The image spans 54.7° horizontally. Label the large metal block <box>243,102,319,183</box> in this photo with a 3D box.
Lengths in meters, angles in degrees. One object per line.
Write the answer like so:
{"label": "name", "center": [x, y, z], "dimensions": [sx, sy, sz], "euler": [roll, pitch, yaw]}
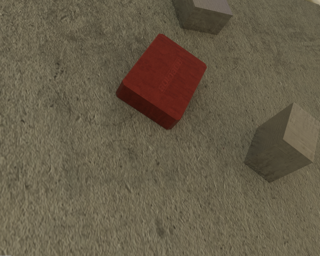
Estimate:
{"label": "large metal block", "center": [0.177, 0.022, 0.450], "dimensions": [0.050, 0.080, 0.080], "euler": [37, 51, -4]}

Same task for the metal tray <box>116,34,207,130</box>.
{"label": "metal tray", "center": [0.007, -0.071, 0.447], "dimensions": [0.090, 0.030, 0.130], "euler": [34, 51, -6]}

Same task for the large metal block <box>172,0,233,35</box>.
{"label": "large metal block", "center": [0.074, -0.223, 0.563], "dimensions": [0.081, 0.050, 0.080], "euler": [0, 62, -28]}
